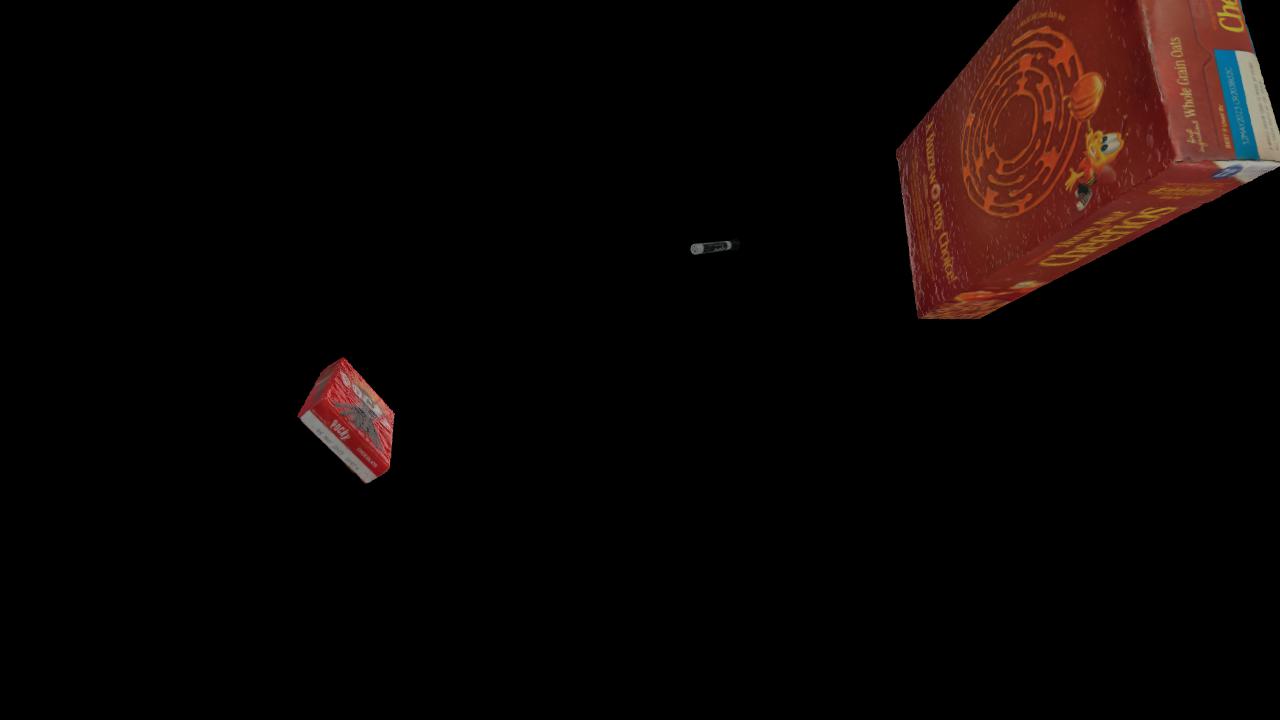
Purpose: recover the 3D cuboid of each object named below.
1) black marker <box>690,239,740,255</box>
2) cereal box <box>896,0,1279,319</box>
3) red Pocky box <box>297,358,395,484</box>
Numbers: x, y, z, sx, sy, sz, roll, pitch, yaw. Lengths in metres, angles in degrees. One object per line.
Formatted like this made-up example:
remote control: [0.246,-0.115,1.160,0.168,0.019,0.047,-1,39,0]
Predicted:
black marker: [0.137,-0.202,1.098,0.121,0.020,0.020,-15,10,-41]
cereal box: [0.329,-0.173,0.515,0.081,0.203,0.306,0,-14,-4]
red Pocky box: [-0.268,0.051,0.574,0.028,0.083,0.155,-39,23,-8]
